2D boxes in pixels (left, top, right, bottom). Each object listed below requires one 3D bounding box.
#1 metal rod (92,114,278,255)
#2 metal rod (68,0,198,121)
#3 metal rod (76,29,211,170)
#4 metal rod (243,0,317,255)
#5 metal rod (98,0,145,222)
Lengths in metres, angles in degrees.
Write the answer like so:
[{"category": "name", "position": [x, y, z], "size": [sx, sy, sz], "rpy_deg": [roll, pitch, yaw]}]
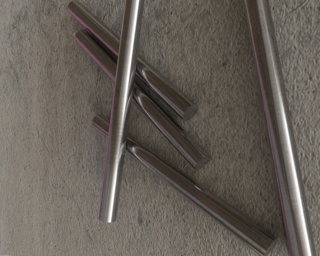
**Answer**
[{"category": "metal rod", "position": [0.008, 0.055, 0.398], "size": [0.300, 0.025, 0.025], "rpy_deg": [32, 110, 35]}, {"category": "metal rod", "position": [-0.054, -0.111, 0.449], "size": [0.300, 0.025, 0.025], "rpy_deg": [46, 117, 30]}, {"category": "metal rod", "position": [-0.039, -0.055, 0.436], "size": [0.300, 0.025, 0.025], "rpy_deg": [47, 118, 29]}, {"category": "metal rod", "position": [0.116, -0.017, 0.309], "size": [0.025, 0.025, 0.298], "rpy_deg": [-13, 82, 39]}, {"category": "metal rod", "position": [-0.053, -0.021, 0.414], "size": [0.025, 0.025, 0.298], "rpy_deg": [13, 99, 39]}]
